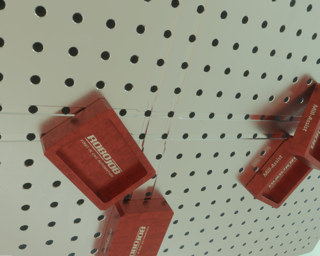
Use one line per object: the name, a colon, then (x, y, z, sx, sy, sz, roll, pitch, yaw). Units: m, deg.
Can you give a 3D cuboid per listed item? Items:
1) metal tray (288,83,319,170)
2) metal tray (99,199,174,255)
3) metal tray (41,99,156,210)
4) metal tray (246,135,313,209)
metal tray: (0.277, 0.000, 0.532, 0.090, 0.030, 0.130, 28, 85, -38)
metal tray: (-0.040, 0.175, 0.493, 0.091, 0.030, 0.129, 5, 116, -31)
metal tray: (-0.072, 0.038, 0.391, 0.090, 0.030, 0.130, -35, 129, -6)
metal tray: (0.234, 0.086, 0.587, 0.090, 0.030, 0.130, 30, 102, -38)
